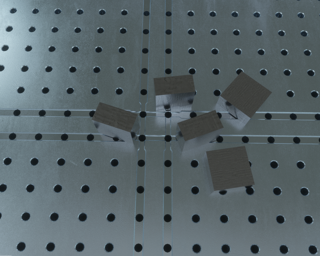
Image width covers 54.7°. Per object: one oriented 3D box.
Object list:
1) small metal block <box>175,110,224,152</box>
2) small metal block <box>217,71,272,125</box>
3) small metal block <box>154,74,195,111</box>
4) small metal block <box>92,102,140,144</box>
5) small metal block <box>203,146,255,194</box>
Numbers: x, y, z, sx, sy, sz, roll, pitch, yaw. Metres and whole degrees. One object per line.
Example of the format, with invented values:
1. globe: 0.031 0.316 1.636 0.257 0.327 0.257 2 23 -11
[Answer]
1. small metal block: 0.049 0.005 0.397 0.050 0.050 0.025 -19 72 -7
2. small metal block: 0.116 -0.042 0.428 0.050 0.025 0.050 39 74 12
3. small metal block: 0.018 -0.046 0.416 0.050 0.050 0.025 -6 70 -3
4. small metal block: -0.055 -0.005 0.400 0.050 0.050 0.025 18 71 6
5. small metal block: 0.086 0.053 0.393 0.050 0.025 0.050 -8 70 -3
